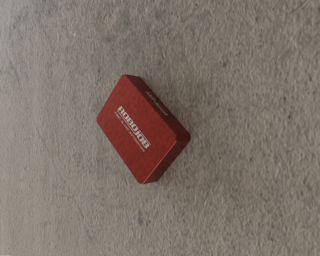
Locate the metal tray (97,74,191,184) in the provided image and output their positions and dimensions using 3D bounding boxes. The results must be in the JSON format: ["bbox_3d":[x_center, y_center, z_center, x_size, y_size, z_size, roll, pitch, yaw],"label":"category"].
[{"bbox_3d":[-0.028,0.000,0.426,0.130,0.030,0.090,51,120,28],"label":"metal tray"}]
